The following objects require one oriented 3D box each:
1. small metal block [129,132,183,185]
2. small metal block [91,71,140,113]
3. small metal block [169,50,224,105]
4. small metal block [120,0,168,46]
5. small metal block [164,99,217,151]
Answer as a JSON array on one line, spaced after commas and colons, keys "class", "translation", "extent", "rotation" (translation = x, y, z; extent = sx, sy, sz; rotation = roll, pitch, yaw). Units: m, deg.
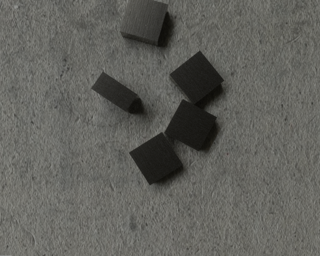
[{"class": "small metal block", "translation": [-0.005, 0.039, 0.410], "extent": [0.050, 0.025, 0.050], "rotation": [-32, 90, 0]}, {"class": "small metal block", "translation": [-0.055, -0.044, 0.397], "extent": [0.050, 0.050, 0.025], "rotation": [34, 90, 0]}, {"class": "small metal block", "translation": [0.047, -0.065, 0.410], "extent": [0.050, 0.025, 0.050], "rotation": [-39, 90, 0]}, {"class": "small metal block", "translation": [-0.020, -0.142, 0.410], "extent": [0.050, 0.025, 0.050], "rotation": [16, 90, 0]}, {"class": "small metal block", "translation": [0.040, -0.004, 0.410], "extent": [0.050, 0.025, 0.050], "rotation": [28, 90, 0]}]
